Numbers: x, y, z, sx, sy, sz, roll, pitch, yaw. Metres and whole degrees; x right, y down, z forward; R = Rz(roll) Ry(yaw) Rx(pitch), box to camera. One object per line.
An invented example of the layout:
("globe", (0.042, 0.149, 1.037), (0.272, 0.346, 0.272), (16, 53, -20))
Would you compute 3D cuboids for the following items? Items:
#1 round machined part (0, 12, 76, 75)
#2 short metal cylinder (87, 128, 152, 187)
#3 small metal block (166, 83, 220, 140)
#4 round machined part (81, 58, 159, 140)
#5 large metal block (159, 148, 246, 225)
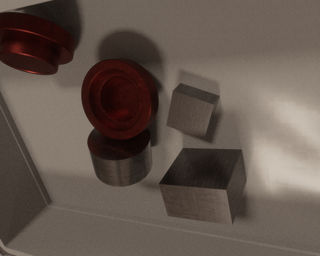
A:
("round machined part", (-0.158, -0.097, 0.382), (0.098, 0.098, 0.042), (1, 78, 27))
("short metal cylinder", (-0.052, 0.031, 0.413), (0.080, 0.080, 0.050), (15, 134, 19))
("small metal block", (0.039, -0.020, 0.375), (0.050, 0.025, 0.050), (21, 126, 15))
("round machined part", (-0.046, -0.038, 0.387), (0.098, 0.042, 0.097), (7, 107, 24))
("large metal block", (0.056, 0.068, 0.385), (0.080, 0.080, 0.050), (0, 118, 28))
